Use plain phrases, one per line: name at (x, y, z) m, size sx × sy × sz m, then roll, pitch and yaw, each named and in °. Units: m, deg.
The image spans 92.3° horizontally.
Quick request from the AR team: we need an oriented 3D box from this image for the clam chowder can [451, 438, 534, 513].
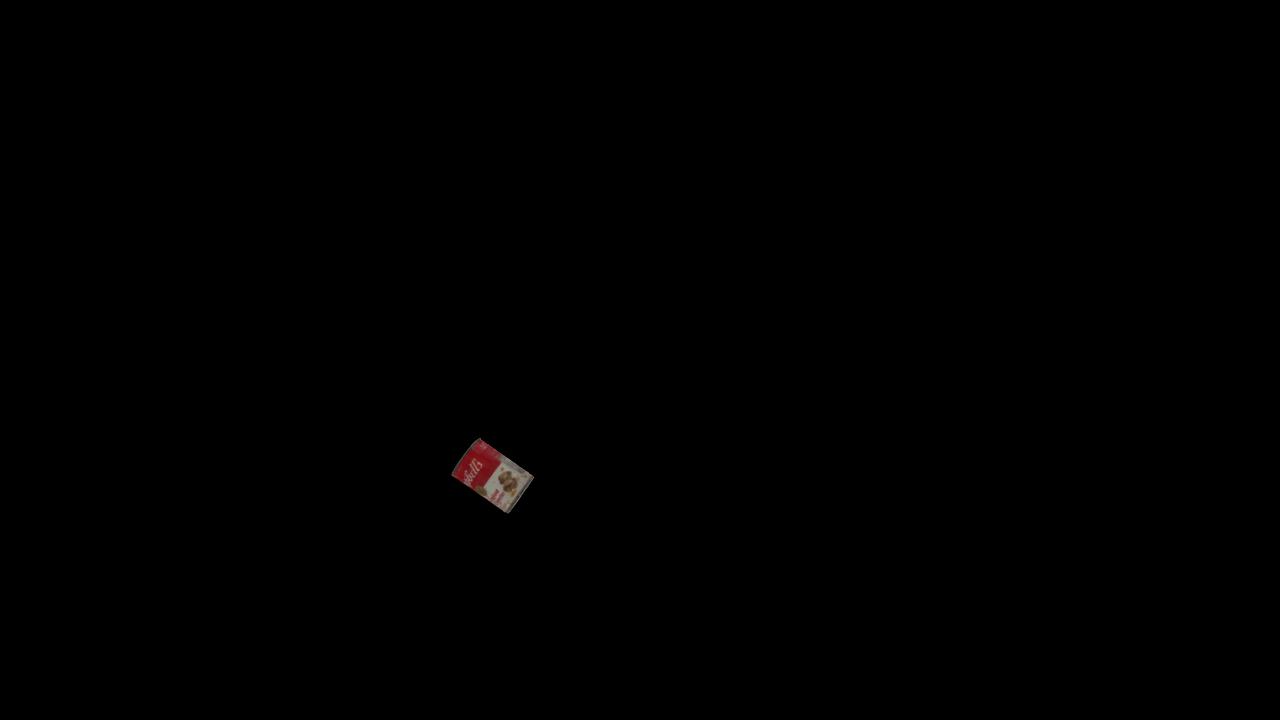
clam chowder can at (-0.217, 0.172, 0.914) m, size 0.102 × 0.068 × 0.068 m, roll 35°, pitch -1°, yaw -2°
